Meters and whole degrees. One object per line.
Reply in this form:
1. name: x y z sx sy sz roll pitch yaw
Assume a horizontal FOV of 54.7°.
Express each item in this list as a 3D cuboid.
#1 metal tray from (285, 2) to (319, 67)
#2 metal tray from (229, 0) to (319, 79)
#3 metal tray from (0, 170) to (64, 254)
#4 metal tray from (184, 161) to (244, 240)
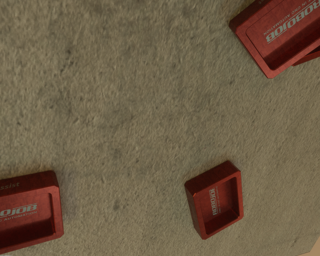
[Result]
1. metal tray: 0.210 -0.159 0.422 0.091 0.030 0.129 -21 127 -16
2. metal tray: 0.164 -0.133 0.379 0.130 0.030 0.090 -37 121 18
3. metal tray: -0.187 0.106 0.367 0.131 0.030 0.089 -9 123 -24
4. metal tray: 0.097 0.128 0.538 0.091 0.030 0.129 -25 128 -14
